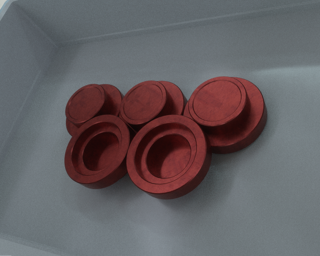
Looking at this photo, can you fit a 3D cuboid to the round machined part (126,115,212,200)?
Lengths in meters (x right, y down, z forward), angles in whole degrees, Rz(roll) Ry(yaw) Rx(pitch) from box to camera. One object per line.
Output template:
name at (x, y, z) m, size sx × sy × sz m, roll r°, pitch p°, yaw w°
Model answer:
round machined part at (0.013, 0.036, 0.363) m, size 0.098 × 0.042 × 0.098 m, roll -13°, pitch 56°, yaw 21°

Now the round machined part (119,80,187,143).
round machined part at (-0.014, -0.024, 0.414) m, size 0.098 × 0.042 × 0.098 m, roll -14°, pitch 55°, yaw 21°

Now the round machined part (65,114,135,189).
round machined part at (-0.073, 0.034, 0.410) m, size 0.098 × 0.042 × 0.098 m, roll -13°, pitch 56°, yaw 21°

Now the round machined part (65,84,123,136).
round machined part at (-0.100, -0.027, 0.460) m, size 0.098 × 0.042 × 0.098 m, roll -13°, pitch 56°, yaw 20°

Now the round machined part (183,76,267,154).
round machined part at (0.072, -0.022, 0.367) m, size 0.098 × 0.042 × 0.098 m, roll -14°, pitch 55°, yaw 21°
